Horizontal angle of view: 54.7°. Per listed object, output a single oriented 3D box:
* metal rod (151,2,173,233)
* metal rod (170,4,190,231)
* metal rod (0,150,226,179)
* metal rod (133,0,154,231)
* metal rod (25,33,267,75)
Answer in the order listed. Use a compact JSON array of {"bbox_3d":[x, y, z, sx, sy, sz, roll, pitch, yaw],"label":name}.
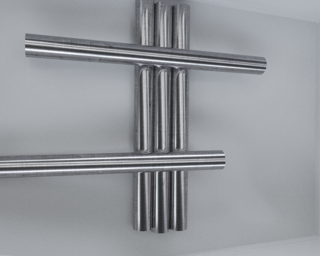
[{"bbox_3d":[0.002,-0.014,0.410,0.025,0.025,0.298,1,90,-20],"label":"metal rod"},{"bbox_3d":[0.026,-0.014,0.418,0.025,0.025,0.298,1,90,-20],"label":"metal rod"},{"bbox_3d":[-0.068,0.042,0.365,0.302,0.025,0.025,0,90,-13],"label":"metal rod"},{"bbox_3d":[-0.021,-0.019,0.402,0.025,0.025,0.298,1,90,-20],"label":"metal rod"},{"bbox_3d":[-0.001,-0.088,0.382,0.302,0.025,0.025,0,90,-20],"label":"metal rod"}]
